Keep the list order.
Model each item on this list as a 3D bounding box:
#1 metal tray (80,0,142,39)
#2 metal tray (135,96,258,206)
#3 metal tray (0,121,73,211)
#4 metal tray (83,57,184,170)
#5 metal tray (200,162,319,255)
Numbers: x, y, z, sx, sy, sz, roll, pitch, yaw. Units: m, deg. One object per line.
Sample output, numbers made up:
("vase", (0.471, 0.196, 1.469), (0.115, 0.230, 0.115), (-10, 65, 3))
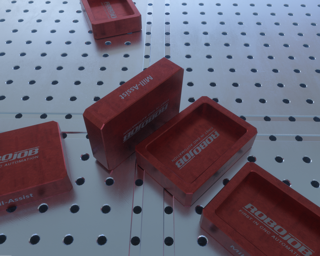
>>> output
("metal tray", (-0.097, -0.225, 0.592), (0.091, 0.030, 0.130), (-16, 52, -13))
("metal tray", (0.046, 0.022, 0.386), (0.131, 0.030, 0.090), (-37, 59, -27))
("metal tray", (-0.177, 0.047, 0.363), (0.131, 0.030, 0.090), (-15, 52, -13))
("metal tray", (-0.027, -0.018, 0.379), (0.030, 0.089, 0.131), (37, 59, 24))
("metal tray", (0.119, 0.104, 0.317), (0.130, 0.030, 0.090), (37, 59, 26))
